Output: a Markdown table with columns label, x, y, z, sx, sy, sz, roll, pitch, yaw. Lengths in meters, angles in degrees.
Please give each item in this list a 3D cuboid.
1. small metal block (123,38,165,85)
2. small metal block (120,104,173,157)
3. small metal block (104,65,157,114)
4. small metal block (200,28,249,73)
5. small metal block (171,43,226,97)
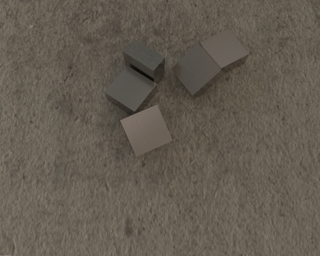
| label | x | y | z | sx | sy | sz | roll | pitch | yaw |
| --- | --- | --- | --- | --- | --- | --- | --- | --- | --- |
| small metal block | -0.021 | -0.088 | 0.427 | 0.050 | 0.050 | 0.025 | 34 | 74 | 11 |
| small metal block | -0.019 | 0.003 | 0.397 | 0.050 | 0.025 | 0.050 | -24 | 96 | -9 |
| small metal block | -0.039 | -0.049 | 0.426 | 0.050 | 0.025 | 0.050 | 33 | 73 | 11 |
| small metal block | 0.091 | -0.109 | 0.449 | 0.050 | 0.025 | 0.050 | -28 | 73 | -10 |
| small metal block | 0.052 | -0.078 | 0.425 | 0.050 | 0.025 | 0.050 | -42 | 73 | 19 |
